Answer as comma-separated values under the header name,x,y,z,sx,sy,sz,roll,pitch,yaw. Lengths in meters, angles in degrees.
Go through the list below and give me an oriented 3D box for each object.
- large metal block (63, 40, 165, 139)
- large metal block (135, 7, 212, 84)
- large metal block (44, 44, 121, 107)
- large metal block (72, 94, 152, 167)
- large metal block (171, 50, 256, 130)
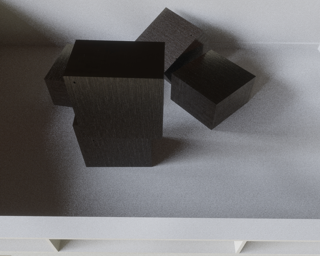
name,x,y,z,sx,sy,sz,roll,pitch,yaw
large metal block,-0.037,-0.034,0.294,0.081,0.080,0.050,2,51,1
large metal block,0.017,-0.121,0.469,0.080,0.050,0.080,-47,60,2
large metal block,-0.106,-0.074,0.449,0.080,0.050,0.080,8,51,6
large metal block,-0.050,0.004,0.366,0.081,0.080,0.050,0,50,-1
large metal block,0.073,-0.056,0.437,0.080,0.050,0.080,-35,58,-26
